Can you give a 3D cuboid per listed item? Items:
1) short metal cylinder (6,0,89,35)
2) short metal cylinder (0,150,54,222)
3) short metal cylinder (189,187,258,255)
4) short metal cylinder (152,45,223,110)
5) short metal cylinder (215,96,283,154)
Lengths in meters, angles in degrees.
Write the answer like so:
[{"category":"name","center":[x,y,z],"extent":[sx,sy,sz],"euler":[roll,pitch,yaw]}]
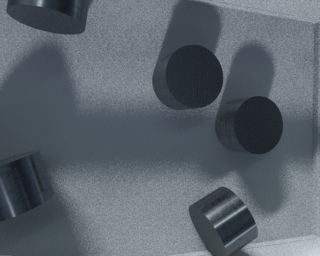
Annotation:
[{"category":"short metal cylinder","center":[-0.119,-0.141,0.337],"extent":[0.081,0.080,0.050],"euler":[8,87,-20]},{"category":"short metal cylinder","center":[-0.159,0.060,0.323],"extent":[0.081,0.080,0.050],"euler":[-19,97,-19]},{"category":"short metal cylinder","center":[0.083,0.126,0.414],"extent":[0.050,0.080,0.080],"euler":[-27,99,-18]},{"category":"short metal cylinder","center":[0.036,-0.065,0.412],"extent":[0.081,0.050,0.079],"euler":[0,90,-21]},{"category":"short metal cylinder","center":[0.127,-0.004,0.446],"extent":[0.081,0.050,0.079],"euler":[0,90,-21]}]
